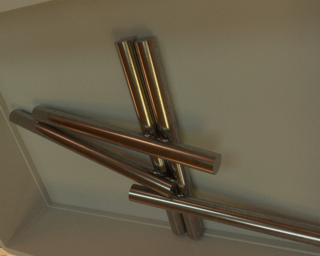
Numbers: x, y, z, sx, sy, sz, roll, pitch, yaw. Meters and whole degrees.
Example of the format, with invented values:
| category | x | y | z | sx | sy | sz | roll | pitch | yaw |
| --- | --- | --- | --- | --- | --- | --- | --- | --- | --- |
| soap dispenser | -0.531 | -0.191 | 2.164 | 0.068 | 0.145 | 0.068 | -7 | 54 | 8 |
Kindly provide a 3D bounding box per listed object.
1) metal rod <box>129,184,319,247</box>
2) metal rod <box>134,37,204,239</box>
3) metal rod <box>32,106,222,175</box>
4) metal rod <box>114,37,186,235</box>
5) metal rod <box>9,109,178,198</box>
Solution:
| category | x | y | z | sx | sy | sz | roll | pitch | yaw |
| --- | --- | --- | --- | --- | --- | --- | --- | --- | --- |
| metal rod | 0.103 | 0.116 | 0.401 | 0.301 | 0.025 | 0.025 | 10 | 123 | 16 |
| metal rod | 0.019 | 0.031 | 0.413 | 0.025 | 0.025 | 0.298 | -1 | 118 | 28 |
| metal rod | -0.064 | 0.009 | 0.419 | 0.300 | 0.025 | 0.025 | 14 | 125 | 28 |
| metal rod | -0.005 | 0.028 | 0.423 | 0.025 | 0.025 | 0.298 | -1 | 118 | 28 |
| metal rod | -0.113 | 0.030 | 0.467 | 0.301 | 0.025 | 0.025 | 21 | 127 | 21 |
